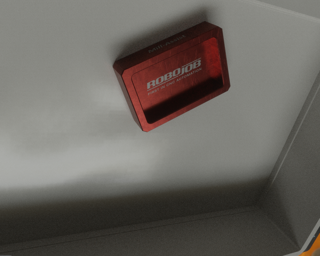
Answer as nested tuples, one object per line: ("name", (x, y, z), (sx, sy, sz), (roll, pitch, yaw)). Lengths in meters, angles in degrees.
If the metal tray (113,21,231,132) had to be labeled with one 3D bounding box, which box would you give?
("metal tray", (0.019, -0.062, 0.378), (0.131, 0.030, 0.090), (-27, 128, -12))
